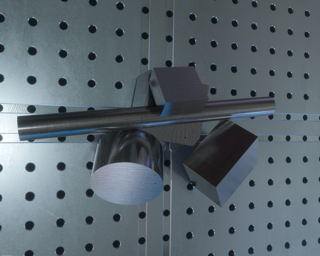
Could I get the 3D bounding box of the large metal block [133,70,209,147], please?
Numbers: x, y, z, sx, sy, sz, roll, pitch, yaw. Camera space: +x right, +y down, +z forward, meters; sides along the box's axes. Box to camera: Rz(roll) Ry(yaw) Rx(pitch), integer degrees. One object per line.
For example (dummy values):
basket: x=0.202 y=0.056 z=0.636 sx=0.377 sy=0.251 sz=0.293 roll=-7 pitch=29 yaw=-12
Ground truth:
large metal block: x=0.009 y=-0.023 z=0.399 sx=0.081 sy=0.050 sz=0.080 roll=11 pitch=86 yaw=-20

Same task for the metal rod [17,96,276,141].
metal rod: x=0.002 y=-0.014 z=0.357 sx=0.303 sy=0.025 sz=0.025 roll=-6 pitch=92 yaw=-20

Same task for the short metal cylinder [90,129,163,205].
short metal cylinder: x=-0.037 y=0.046 z=0.360 sx=0.080 sy=0.080 sz=0.050 roll=21 pitch=41 yaw=-19

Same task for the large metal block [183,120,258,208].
large metal block: x=0.082 y=0.046 z=0.403 sx=0.080 sy=0.050 sz=0.080 roll=-47 pitch=148 yaw=-14

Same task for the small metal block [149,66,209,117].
small metal block: x=0.020 y=-0.042 z=0.350 sx=0.050 sy=0.025 sz=0.050 roll=-6 pitch=57 yaw=-20
